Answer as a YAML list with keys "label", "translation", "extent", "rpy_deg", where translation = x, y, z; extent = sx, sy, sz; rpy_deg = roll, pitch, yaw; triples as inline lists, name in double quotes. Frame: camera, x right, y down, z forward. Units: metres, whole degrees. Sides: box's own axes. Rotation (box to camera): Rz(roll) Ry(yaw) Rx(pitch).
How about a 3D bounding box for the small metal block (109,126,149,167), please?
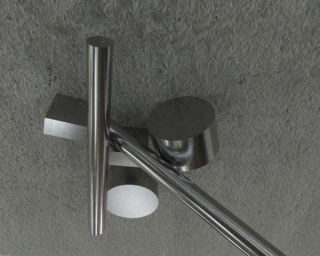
- label: "small metal block"
  translation: [-0.042, 0.024, 0.411]
  extent: [0.050, 0.050, 0.025]
  rpy_deg: [5, 130, -5]

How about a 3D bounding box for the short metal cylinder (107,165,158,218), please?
- label: "short metal cylinder"
  translation: [-0.042, 0.092, 0.469]
  extent: [0.081, 0.050, 0.079]
  rpy_deg: [0, 130, 0]

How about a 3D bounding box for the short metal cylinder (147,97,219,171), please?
- label: "short metal cylinder"
  translation: [0.029, 0.006, 0.376]
  extent: [0.080, 0.080, 0.050]
  rpy_deg: [-9, 130, 8]

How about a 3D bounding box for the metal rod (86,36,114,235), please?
- label: "metal rod"
  translation: [-0.075, 0.036, 0.377]
  extent: [0.025, 0.025, 0.298]
  rpy_deg: [6, 128, -5]

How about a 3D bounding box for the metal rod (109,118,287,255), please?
- label: "metal rod"
  translation: [0.035, 0.074, 0.340]
  extent: [0.300, 0.025, 0.025]
  rpy_deg: [37, 132, 21]

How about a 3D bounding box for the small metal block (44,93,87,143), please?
- label: "small metal block"
  translation: [-0.109, -0.013, 0.379]
  extent: [0.050, 0.050, 0.025]
  rpy_deg: [13, 129, -11]
